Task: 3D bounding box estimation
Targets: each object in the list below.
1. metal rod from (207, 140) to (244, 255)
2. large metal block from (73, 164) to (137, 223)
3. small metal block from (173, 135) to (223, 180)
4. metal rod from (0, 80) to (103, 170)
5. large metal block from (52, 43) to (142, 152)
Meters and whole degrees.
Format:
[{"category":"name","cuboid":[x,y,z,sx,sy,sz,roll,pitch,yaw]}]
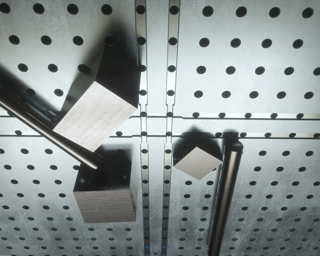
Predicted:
[{"category":"metal rod","cuboid":[0.106,0.138,0.529,0.025,0.025,0.298,-1,130,0]},{"category":"large metal block","cuboid":[-0.081,0.103,0.482,0.080,0.050,0.080,-3,130,2]},{"category":"small metal block","cuboid":[0.054,0.044,0.449,0.050,0.025,0.050,30,124,-23]},{"category":"metal rod","cuboid":[-0.188,-0.037,0.378,0.025,0.025,0.300,-32,124,24]},{"category":"large metal block","cuboid":[-0.067,-0.034,0.346,0.050,0.080,0.080,34,122,-25]}]
